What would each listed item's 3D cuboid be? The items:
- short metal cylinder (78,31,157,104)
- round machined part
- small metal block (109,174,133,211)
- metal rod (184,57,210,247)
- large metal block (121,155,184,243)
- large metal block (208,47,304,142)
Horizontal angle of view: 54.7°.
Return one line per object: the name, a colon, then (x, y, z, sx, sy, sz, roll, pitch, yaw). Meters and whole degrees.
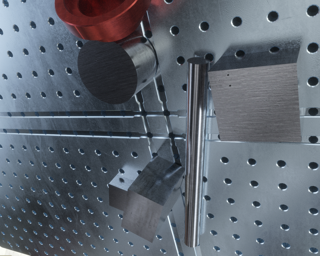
short metal cylinder: (-0.051, -0.075, 0.375, 0.080, 0.050, 0.079, 13, 124, 21)
round machined part: (-0.055, -0.130, 0.325, 0.098, 0.098, 0.042, 13, 159, 21)
small metal block: (-0.056, 0.111, 0.509, 0.050, 0.025, 0.050, 18, 125, 18)
metal rod: (0.047, 0.053, 0.419, 0.025, 0.025, 0.298, 12, 124, 22)
large metal block: (-0.009, 0.099, 0.442, 0.050, 0.080, 0.079, 23, 127, 14)
large metal block: (0.102, -0.033, 0.321, 0.080, 0.050, 0.080, -1, 118, 28)
